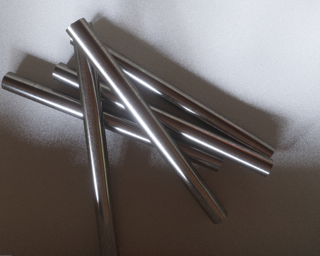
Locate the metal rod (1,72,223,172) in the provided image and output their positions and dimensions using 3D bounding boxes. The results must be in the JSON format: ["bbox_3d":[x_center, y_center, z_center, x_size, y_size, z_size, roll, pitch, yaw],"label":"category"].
[{"bbox_3d":[-0.061,-0.008,0.410,0.301,0.025,0.025,21,90,-1],"label":"metal rod"}]

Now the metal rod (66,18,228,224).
[{"bbox_3d":[-0.007,0.002,0.378,0.025,0.025,0.299,-37,104,0],"label":"metal rod"}]

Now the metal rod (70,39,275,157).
[{"bbox_3d":[0.017,-0.043,0.411,0.301,0.025,0.025,31,90,-1],"label":"metal rod"}]

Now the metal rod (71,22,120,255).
[{"bbox_3d":[-0.079,0.023,0.389,0.025,0.025,0.298,-5,98,0],"label":"metal rod"}]

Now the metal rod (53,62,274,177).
[{"bbox_3d":[0.002,-0.012,0.402,0.301,0.025,0.025,25,90,3],"label":"metal rod"}]
